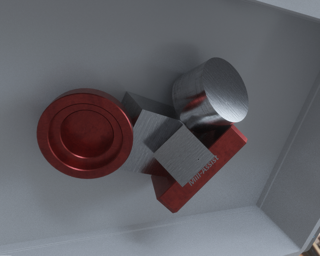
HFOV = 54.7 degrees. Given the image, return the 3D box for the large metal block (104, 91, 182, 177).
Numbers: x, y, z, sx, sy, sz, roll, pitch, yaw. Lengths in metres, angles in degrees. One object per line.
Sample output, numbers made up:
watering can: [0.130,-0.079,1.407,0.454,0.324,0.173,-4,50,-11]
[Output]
large metal block: [-0.016,0.010,0.390,0.081,0.050,0.080,16,110,-35]

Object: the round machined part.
round machined part: [-0.079,0.003,0.341,0.099,0.042,0.097,-2,111,-4]

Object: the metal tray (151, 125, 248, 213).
metal tray: [0.047,0.043,0.417,0.130,0.090,0.030,-45,102,3]

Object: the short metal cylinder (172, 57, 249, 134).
short metal cylinder: [0.061,-0.038,0.375,0.081,0.080,0.050,17,153,-35]

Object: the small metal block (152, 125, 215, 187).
small metal block: [0.028,0.032,0.361,0.050,0.050,0.025,-44,168,3]
